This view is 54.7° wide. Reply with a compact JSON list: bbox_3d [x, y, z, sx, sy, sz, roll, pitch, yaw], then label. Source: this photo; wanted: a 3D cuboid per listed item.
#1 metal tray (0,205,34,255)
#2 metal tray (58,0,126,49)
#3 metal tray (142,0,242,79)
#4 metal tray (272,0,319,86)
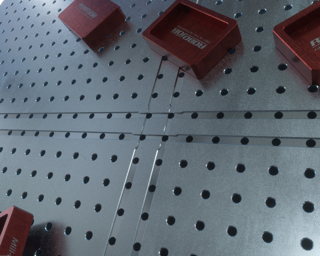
[{"bbox_3d":[-0.210,0.171,0.378,0.090,0.030,0.130,-30,38,24],"label":"metal tray"},{"bbox_3d":[-0.136,-0.218,0.608,0.090,0.030,0.130,-44,51,-3],"label":"metal tray"},{"bbox_3d":[0.044,-0.139,0.465,0.090,0.030,0.130,-45,51,-4],"label":"metal tray"},{"bbox_3d":[0.215,-0.117,0.364,0.130,0.030,0.090,-30,52,9],"label":"metal tray"}]
